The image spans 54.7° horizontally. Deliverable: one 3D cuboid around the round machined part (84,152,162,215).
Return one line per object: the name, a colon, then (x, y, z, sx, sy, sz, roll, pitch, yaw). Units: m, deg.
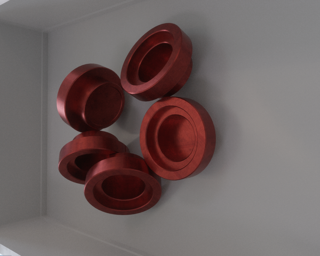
round machined part: (-0.048, 0.070, 0.410, 0.098, 0.098, 0.042, -46, 30, 30)

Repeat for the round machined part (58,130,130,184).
round machined part: (-0.091, 0.040, 0.441, 0.098, 0.099, 0.042, -39, 43, 33)

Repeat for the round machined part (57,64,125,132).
round machined part: (-0.088, -0.037, 0.432, 0.042, 0.099, 0.097, 28, 107, 37)

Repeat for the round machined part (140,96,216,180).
round machined part: (0.025, 0.012, 0.375, 0.098, 0.042, 0.097, 0, 90, 40)

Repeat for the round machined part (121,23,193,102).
round machined part: (0.000, -0.075, 0.380, 0.098, 0.042, 0.098, -25, 50, 33)
